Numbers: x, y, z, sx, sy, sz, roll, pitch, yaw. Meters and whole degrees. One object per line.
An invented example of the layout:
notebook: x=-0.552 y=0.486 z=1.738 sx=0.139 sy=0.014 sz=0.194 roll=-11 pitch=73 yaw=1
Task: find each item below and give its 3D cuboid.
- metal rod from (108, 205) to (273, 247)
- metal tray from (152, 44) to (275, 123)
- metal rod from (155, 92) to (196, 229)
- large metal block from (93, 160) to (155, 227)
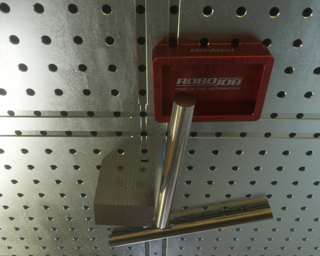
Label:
metal rod: x=0.050 y=0.181 z=0.566 sx=0.301 sy=0.025 sz=0.025 roll=-14 pitch=129 yaw=11
metal tray: x=0.058 y=-0.050 z=0.365 sx=0.131 sy=0.030 sz=0.089 roll=-1 pitch=130 yaw=0
metal rod: x=0.015 y=0.069 z=0.446 sx=0.025 sy=0.025 sz=0.298 roll=3 pitch=138 yaw=-3
large metal block: x=-0.049 y=0.095 z=0.456 sx=0.081 sy=0.080 sz=0.050 roll=4 pitch=130 yaw=-3
